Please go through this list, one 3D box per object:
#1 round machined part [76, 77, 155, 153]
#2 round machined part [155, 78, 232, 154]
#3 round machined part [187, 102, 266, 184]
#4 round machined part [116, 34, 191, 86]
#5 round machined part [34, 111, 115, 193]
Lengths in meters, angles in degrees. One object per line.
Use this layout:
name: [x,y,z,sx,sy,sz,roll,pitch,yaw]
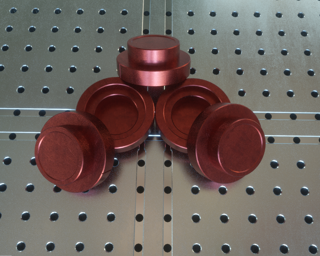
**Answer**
round machined part: [-0.056,-0.014,0.406,0.099,0.042,0.098,0,70,-1]
round machined part: [0.043,-0.013,0.408,0.099,0.042,0.098,0,70,-1]
round machined part: [0.085,0.020,0.368,0.099,0.042,0.097,-5,101,-25]
round machined part: [-0.008,-0.094,0.410,0.099,0.042,0.098,0,32,0]
round machined part: [-0.107,0.030,0.366,0.098,0.042,0.097,3,97,22]
